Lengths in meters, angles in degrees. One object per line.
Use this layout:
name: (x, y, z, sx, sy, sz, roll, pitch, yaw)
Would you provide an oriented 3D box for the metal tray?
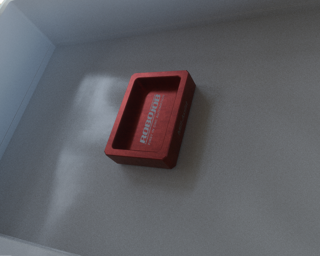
metal tray: (-0.011, -0.014, 0.412, 0.090, 0.030, 0.130, 2, 62, 28)
